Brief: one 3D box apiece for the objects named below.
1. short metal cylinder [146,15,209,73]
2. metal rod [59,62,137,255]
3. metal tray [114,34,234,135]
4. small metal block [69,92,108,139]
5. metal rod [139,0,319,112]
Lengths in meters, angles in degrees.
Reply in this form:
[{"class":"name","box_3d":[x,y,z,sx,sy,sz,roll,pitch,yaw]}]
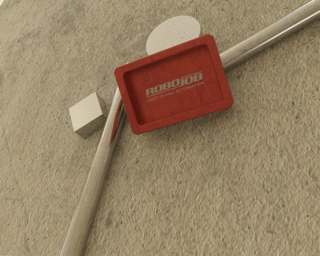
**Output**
[{"class":"short metal cylinder","box_3d":[0.027,-0.112,0.443,0.080,0.050,0.080,-13,56,21]},{"class":"metal rod","box_3d":[-0.077,0.037,0.421,0.025,0.025,0.300,0,61,28]},{"class":"metal tray","box_3d":[0.017,-0.052,0.389,0.130,0.030,0.090,-17,91,15]},{"class":"small metal block","box_3d":[-0.107,-0.019,0.472,0.050,0.025,0.050,-31,52,8]},{"class":"metal rod","box_3d":[0.093,-0.093,0.411,0.300,0.025,0.025,-29,52,9]}]
